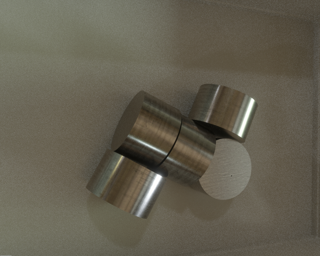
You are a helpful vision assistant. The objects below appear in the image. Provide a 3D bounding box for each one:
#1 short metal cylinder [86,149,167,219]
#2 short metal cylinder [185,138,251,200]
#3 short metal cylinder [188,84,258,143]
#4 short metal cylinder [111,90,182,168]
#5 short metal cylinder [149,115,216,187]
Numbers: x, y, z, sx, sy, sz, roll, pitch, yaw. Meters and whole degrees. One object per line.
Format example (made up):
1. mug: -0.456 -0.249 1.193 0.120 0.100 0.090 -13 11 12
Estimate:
1. short metal cylinder: -0.039 0.065 0.366 0.080 0.080 0.050 31 80 -18
2. short metal cylinder: 0.076 0.053 0.425 0.081 0.050 0.079 0 90 -21
3. short metal cylinder: 0.082 -0.018 0.411 0.080 0.080 0.050 24 82 -19
4. short metal cylinder: -0.018 0.002 0.374 0.050 0.080 0.080 27 81 -18
5. short metal cylinder: 0.025 0.027 0.391 0.050 0.080 0.080 28 81 -18
